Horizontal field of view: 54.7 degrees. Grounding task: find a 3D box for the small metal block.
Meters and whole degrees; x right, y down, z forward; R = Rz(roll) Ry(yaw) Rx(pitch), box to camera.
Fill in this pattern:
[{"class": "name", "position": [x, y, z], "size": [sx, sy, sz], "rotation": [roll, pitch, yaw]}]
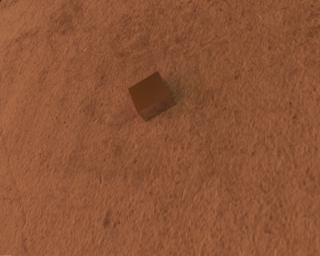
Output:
[{"class": "small metal block", "position": [-0.011, -0.045, 0.436], "size": [0.050, 0.025, 0.050], "rotation": [-30, 52, 8]}]
